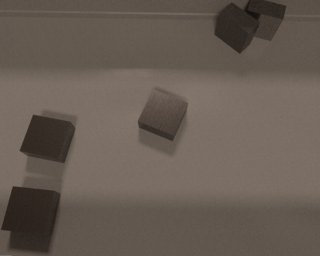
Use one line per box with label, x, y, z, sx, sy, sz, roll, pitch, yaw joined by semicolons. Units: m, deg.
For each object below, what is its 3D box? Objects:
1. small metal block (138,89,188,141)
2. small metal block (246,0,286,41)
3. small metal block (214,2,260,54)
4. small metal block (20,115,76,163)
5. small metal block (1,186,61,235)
small metal block;0.004;-0.017;0.416;0.050;0.025;0.050;22;71;7
small metal block;0.150;-0.159;0.457;0.050;0.050;0.025;17;71;5
small metal block;0.111;-0.144;0.450;0.050;0.050;0.025;42;75;13
small metal block;-0.145;0.014;0.403;0.050;0.025;0.050;11;70;3
small metal block;-0.153;0.099;0.371;0.050;0.025;0.050;6;70;2
